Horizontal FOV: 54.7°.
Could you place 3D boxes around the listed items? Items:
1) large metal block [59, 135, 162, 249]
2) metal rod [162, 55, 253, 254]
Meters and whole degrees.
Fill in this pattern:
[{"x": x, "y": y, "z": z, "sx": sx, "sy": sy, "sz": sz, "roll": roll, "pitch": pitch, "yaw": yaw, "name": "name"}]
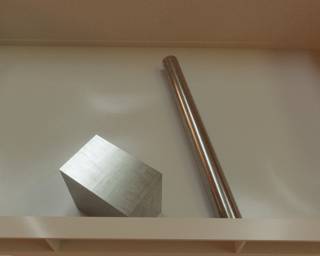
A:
[{"x": -0.045, "y": 0.065, "z": 0.314, "sx": 0.080, "sy": 0.080, "sz": 0.050, "roll": 28, "pitch": 55, "yaw": 21, "name": "large metal block"}, {"x": 0.048, "y": 0.007, "z": 0.399, "sx": 0.025, "sy": 0.025, "sz": 0.300, "roll": -9, "pitch": 51, "yaw": -8, "name": "metal rod"}]
